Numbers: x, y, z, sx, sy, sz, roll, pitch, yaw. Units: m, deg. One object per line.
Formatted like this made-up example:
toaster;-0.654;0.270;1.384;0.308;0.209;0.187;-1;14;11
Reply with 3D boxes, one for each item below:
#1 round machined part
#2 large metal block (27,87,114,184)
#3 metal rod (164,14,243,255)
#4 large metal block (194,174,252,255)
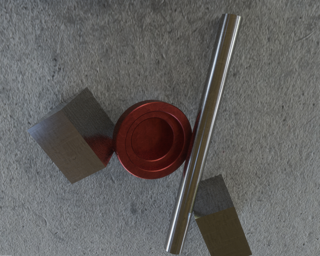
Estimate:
round machined part;-0.012;0.012;0.394;0.099;0.042;0.097;-5;104;-20
large metal block;-0.098;0.007;0.378;0.050;0.080;0.080;-28;108;18
metal rod;0.051;0.013;0.383;0.025;0.025;0.298;13;97;-5
large metal block;0.081;0.124;0.427;0.050;0.080;0.080;-21;109;7
